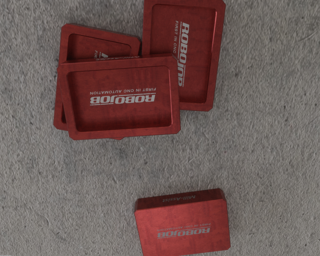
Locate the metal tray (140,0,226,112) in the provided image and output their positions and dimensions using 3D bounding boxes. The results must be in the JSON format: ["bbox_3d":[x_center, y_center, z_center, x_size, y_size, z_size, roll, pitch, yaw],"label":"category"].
[{"bbox_3d":[0.024,-0.088,0.374,0.091,0.030,0.129,3,110,-2],"label":"metal tray"}]

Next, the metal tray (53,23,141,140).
[{"bbox_3d":[-0.078,-0.056,0.385,0.091,0.030,0.129,10,110,-4],"label":"metal tray"}]

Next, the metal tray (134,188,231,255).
[{"bbox_3d":[0.034,0.143,0.460,0.131,0.030,0.089,-8,110,2],"label":"metal tray"}]

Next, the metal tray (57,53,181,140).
[{"bbox_3d":[-0.044,-0.036,0.360,0.131,0.030,0.089,-4,110,1],"label":"metal tray"}]
